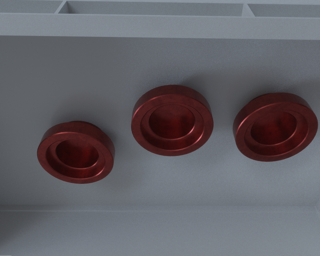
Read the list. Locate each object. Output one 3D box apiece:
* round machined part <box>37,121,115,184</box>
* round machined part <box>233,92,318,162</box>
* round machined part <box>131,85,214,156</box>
[{"bbox_3d":[-0.110,0.029,0.421,0.099,0.042,0.097,0,130,0],"label":"round machined part"},{"bbox_3d":[0.142,-0.005,0.395,0.099,0.042,0.097,0,130,0],"label":"round machined part"},{"bbox_3d":[0.015,-0.013,0.387,0.099,0.042,0.097,0,130,0],"label":"round machined part"}]
